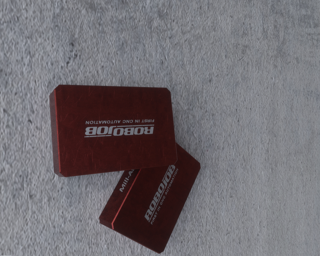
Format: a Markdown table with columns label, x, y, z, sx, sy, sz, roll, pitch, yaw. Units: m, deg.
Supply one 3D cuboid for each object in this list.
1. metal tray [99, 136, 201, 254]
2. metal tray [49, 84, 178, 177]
| label | x | y | z | sx | sy | sz | roll | pitch | yaw |
| --- | --- | --- | --- | --- | --- | --- | --- | --- | --- |
| metal tray | -0.007 | 0.080 | 0.395 | 0.090 | 0.030 | 0.130 | 42 | 65 | -32 |
| metal tray | -0.048 | 0.001 | 0.338 | 0.131 | 0.030 | 0.089 | -2 | 84 | -29 |
